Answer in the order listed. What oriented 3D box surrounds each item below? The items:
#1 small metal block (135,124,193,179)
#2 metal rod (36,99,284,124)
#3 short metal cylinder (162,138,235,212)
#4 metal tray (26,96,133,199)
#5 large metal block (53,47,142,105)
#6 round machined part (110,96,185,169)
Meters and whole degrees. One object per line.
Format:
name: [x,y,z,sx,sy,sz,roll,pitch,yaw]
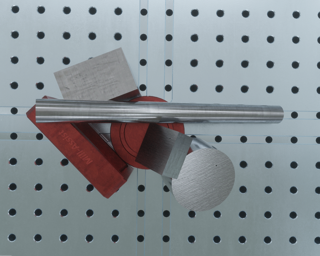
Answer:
small metal block: [0.004,0.025,0.357,0.025,0.050,0.050,23,87,-43]
metal rod: [0.016,-0.018,0.366,0.303,0.025,0.025,0,90,-20]
short metal cylinder: [0.046,0.057,0.389,0.081,0.050,0.079,-4,103,-15]
metal tray: [-0.092,0.021,0.379,0.030,0.090,0.130,-44,91,0]
large metal block: [-0.072,-0.053,0.383,0.080,0.080,0.050,-21,90,0]
round machined part: [-0.017,0.006,0.407,0.099,0.042,0.097,0,90,-1]
